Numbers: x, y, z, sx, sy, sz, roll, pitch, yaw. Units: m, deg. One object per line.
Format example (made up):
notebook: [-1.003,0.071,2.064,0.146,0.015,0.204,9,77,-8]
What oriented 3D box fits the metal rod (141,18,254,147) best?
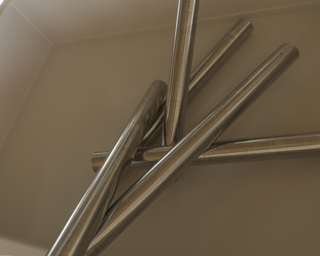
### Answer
metal rod: [0.019,-0.032,0.414,0.300,0.025,0.025,-48,52,-6]

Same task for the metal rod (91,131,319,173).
metal rod: [0.071,0.025,0.324,0.301,0.025,0.025,-6,59,14]

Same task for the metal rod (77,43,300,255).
metal rod: [0.041,0.009,0.312,0.301,0.025,0.025,-42,50,-17]

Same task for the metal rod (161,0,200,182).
metal rod: [0.026,-0.087,0.365,0.025,0.025,0.298,7,90,31]

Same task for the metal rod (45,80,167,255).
metal rod: [-0.042,0.033,0.311,0.025,0.025,0.301,-7,33,24]
